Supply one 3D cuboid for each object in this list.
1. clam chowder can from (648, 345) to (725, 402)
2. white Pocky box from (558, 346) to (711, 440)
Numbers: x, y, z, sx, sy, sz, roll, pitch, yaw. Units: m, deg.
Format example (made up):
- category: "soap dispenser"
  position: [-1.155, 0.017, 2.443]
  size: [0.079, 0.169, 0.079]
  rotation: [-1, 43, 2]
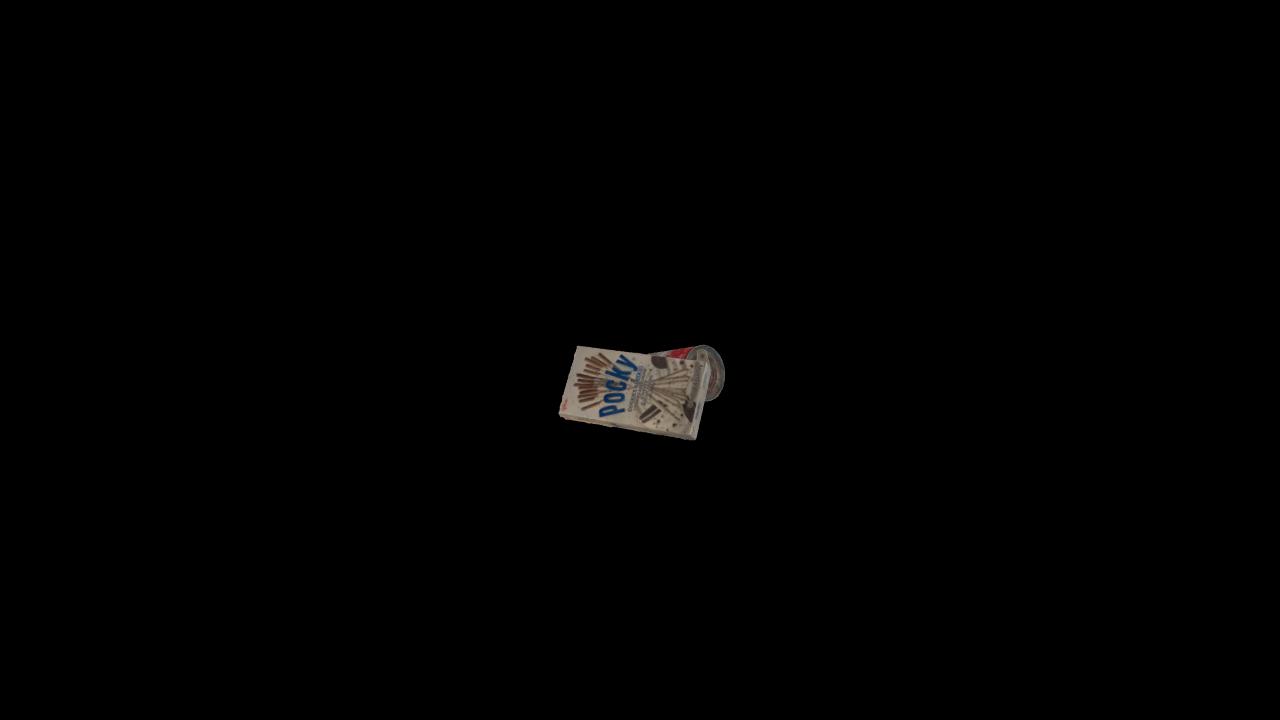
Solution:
- category: "clam chowder can"
  position: [0.046, 0.020, 0.761]
  size: [0.068, 0.068, 0.102]
  rotation: [0, -5, -39]
- category: "white Pocky box"
  position: [-0.006, 0.034, 0.661]
  size: [0.154, 0.084, 0.028]
  rotation: [7, -19, 21]
